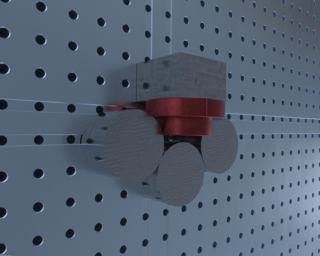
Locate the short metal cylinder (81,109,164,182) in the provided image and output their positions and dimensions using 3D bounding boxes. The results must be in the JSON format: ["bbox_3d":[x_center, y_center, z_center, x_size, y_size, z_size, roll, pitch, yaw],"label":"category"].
[{"bbox_3d":[-0.042,0.019,0.358,0.081,0.050,0.079,0,90,-40],"label":"short metal cylinder"}]

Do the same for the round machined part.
[{"bbox_3d":[0.031,-0.011,0.385,0.099,0.098,0.042,2,88,-40],"label":"round machined part"}]

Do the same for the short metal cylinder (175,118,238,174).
[{"bbox_3d":[0.069,0.024,0.451,0.081,0.050,0.079,0,90,-40],"label":"short metal cylinder"}]

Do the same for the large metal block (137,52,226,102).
[{"bbox_3d":[0.027,-0.058,0.395,0.081,0.080,0.050,1,90,-40],"label":"large metal block"}]

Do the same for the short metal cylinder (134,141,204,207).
[{"bbox_3d":[0.012,0.057,0.403,0.081,0.050,0.079,0,90,-40],"label":"short metal cylinder"}]
